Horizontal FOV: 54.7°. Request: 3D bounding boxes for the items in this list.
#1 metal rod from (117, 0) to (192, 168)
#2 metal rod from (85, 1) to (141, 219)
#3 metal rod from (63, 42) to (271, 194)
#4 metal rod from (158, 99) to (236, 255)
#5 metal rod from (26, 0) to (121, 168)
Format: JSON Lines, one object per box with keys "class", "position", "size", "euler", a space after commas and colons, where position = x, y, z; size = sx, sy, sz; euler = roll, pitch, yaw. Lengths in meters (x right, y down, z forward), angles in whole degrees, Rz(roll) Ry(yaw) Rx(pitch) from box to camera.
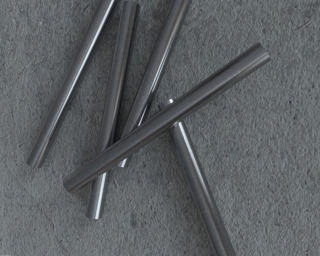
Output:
{"class": "metal rod", "position": [-0.002, -0.089, 0.408], "size": [0.025, 0.025, 0.298], "euler": [24, 98, 18]}
{"class": "metal rod", "position": [-0.066, -0.022, 0.431], "size": [0.025, 0.025, 0.298], "euler": [12, 94, 19]}
{"class": "metal rod", "position": [-0.004, -0.003, 0.381], "size": [0.300, 0.025, 0.025], "euler": [-34, 79, 16]}
{"class": "metal rod", "position": [0.061, 0.105, 0.386], "size": [0.025, 0.025, 0.299], "euler": [-23, 83, 18]}
{"class": "metal rod", "position": [-0.124, -0.075, 0.451], "size": [0.025, 0.025, 0.298], "euler": [31, 100, 17]}
